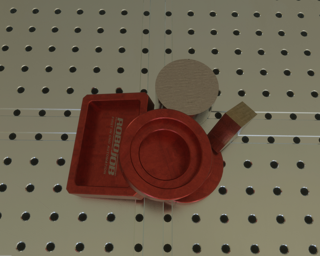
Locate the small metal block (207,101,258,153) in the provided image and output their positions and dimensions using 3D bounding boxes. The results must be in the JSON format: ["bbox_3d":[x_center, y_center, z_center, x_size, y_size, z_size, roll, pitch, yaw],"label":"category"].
[{"bbox_3d":[0.089,-0.001,0.390,0.025,0.050,0.050,45,41,14],"label":"small metal block"}]

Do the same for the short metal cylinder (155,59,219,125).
[{"bbox_3d":[0.034,-0.045,0.415,0.081,0.050,0.080,0,70,0],"label":"short metal cylinder"}]

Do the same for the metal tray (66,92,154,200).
[{"bbox_3d":[-0.059,0.021,0.389,0.090,0.030,0.130,-1,69,15],"label":"metal tray"}]

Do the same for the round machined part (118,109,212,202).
[{"bbox_3d":[0.003,0.031,0.341,0.099,0.042,0.098,3,71,-10],"label":"round machined part"}]

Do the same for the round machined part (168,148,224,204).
[{"bbox_3d":[0.030,0.044,0.386,0.099,0.042,0.098,0,70,-1],"label":"round machined part"}]
